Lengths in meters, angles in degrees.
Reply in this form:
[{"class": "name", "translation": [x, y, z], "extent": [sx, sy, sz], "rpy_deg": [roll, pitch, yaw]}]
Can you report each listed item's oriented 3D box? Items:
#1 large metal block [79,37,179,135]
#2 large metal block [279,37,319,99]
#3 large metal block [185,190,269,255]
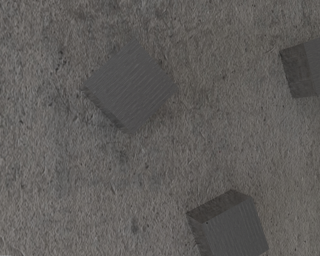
[{"class": "large metal block", "translation": [-0.039, -0.049, 0.381], "extent": [0.080, 0.050, 0.080], "rpy_deg": [-46, 105, -14]}, {"class": "large metal block", "translation": [0.246, -0.098, 0.486], "extent": [0.081, 0.050, 0.080], "rpy_deg": [-21, 97, -19]}, {"class": "large metal block", "translation": [0.093, 0.143, 0.430], "extent": [0.081, 0.050, 0.080], "rpy_deg": [-22, 98, -19]}]
